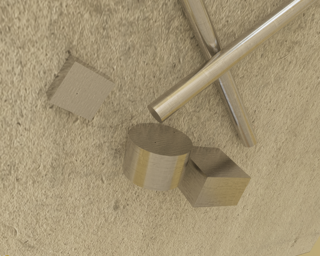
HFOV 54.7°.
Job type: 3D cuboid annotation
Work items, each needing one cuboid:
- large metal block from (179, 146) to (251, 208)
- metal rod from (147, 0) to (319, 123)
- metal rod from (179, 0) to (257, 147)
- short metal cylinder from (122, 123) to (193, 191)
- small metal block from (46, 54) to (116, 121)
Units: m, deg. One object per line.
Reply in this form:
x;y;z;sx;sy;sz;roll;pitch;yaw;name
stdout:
0.069;0.069;0.454;0.081;0.080;0.050;7;115;-32;large metal block
0.109;-0.106;0.376;0.301;0.025;0.025;-38;130;-13;metal rod
0.080;-0.074;0.406;0.025;0.025;0.300;-37;130;-4;metal rod
-0.004;0.034;0.392;0.081;0.080;0.050;-2;119;-28;short metal cylinder
-0.086;-0.043;0.334;0.050;0.025;0.050;28;103;-38;small metal block
